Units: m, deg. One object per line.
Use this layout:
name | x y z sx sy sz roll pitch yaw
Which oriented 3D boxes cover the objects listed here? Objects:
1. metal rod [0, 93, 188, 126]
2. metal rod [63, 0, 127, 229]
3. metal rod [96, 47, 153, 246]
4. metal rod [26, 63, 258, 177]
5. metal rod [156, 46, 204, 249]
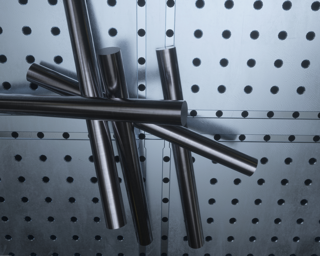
metal rod | -0.118 -0.024 0.349 0.301 0.025 0.025 4 112 19
metal rod | -0.077 -0.029 0.361 0.025 0.025 0.298 -9 95 3
metal rod | -0.038 0.046 0.398 0.025 0.025 0.298 -6 122 2
metal rod | -0.021 -0.010 0.388 0.301 0.025 0.025 23 108 -1
metal rod | 0.032 0.040 0.428 0.025 0.025 0.298 -9 110 3
